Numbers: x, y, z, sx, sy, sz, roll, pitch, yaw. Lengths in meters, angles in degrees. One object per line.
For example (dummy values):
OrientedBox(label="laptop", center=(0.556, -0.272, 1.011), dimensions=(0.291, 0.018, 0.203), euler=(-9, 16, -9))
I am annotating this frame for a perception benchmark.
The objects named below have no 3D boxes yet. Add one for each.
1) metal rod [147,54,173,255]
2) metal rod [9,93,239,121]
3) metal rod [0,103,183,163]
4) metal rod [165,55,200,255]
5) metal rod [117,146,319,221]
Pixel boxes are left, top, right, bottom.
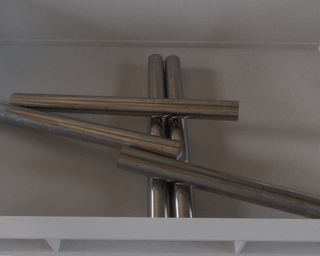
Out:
OrientedBox(label="metal rod", center=(-0.003, 0.007, 0.395), dimensions=(0.025, 0.025, 0.300), euler=(-1, 50, -1))
OrientedBox(label="metal rod", center=(-0.053, -0.028, 0.401), dimensions=(0.301, 0.025, 0.025), euler=(3, 50, 11))
OrientedBox(label="metal rod", center=(-0.119, -0.002, 0.387), dimensions=(0.301, 0.025, 0.025), euler=(12, 51, 16))
OrientedBox(label="metal rod", center=(0.023, 0.009, 0.394), dimensions=(0.025, 0.025, 0.300), euler=(-1, 50, -1))
OrientedBox(label="metal rod", center=(0.104, 0.068, 0.325), dimensions=(0.302, 0.025, 0.025), euler=(14, 51, 4))
